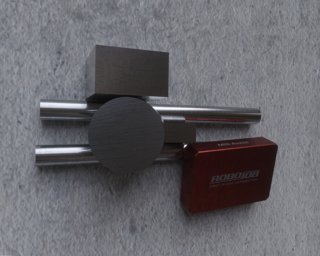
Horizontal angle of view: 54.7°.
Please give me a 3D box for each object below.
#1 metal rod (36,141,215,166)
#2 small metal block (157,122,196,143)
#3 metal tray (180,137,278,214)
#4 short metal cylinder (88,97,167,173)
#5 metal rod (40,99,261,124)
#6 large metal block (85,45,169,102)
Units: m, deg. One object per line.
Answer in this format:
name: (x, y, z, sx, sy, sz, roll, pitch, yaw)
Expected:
metal rod: (-0.002, 0.031, 0.411, 0.303, 0.025, 0.025, 0, 90, -21)
small metal block: (0.013, 0.005, 0.402, 0.050, 0.050, 0.025, 1, 90, -20)
metal tray: (0.096, 0.063, 0.430, 0.131, 0.030, 0.089, -4, 109, -22)
short metal cylinder: (-0.034, 0.008, 0.347, 0.080, 0.050, 0.079, 0, 88, 3)
metal rod: (0.003, -0.020, 0.412, 0.303, 0.025, 0.025, 1, 90, -21)
large metal block: (-0.042, -0.060, 0.367, 0.081, 0.080, 0.050, 1, 90, -20)
